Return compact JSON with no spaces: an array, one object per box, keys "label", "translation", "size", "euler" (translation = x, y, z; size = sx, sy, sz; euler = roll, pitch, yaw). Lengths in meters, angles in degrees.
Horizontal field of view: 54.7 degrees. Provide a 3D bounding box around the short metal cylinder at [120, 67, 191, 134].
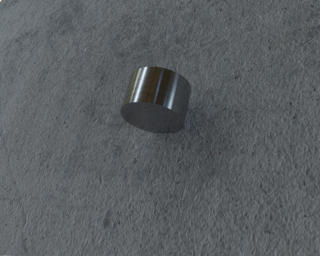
[{"label":"short metal cylinder","translation":[-0.004,-0.033,0.392],"size":[0.080,0.080,0.050],"euler":[-1,62,27]}]
